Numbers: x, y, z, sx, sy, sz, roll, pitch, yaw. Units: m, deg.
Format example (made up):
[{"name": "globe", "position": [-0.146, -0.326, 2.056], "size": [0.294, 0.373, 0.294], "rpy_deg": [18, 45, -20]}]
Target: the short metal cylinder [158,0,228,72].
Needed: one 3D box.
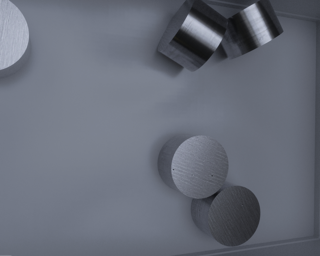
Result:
[{"name": "short metal cylinder", "position": [0.040, -0.119, 0.396], "size": [0.050, 0.080, 0.080], "rpy_deg": [29, 81, -18]}]

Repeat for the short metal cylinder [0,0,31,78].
[{"name": "short metal cylinder", "position": [-0.182, -0.096, 0.330], "size": [0.081, 0.050, 0.080], "rpy_deg": [0, 90, -20]}]

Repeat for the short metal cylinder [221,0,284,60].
[{"name": "short metal cylinder", "position": [0.120, -0.136, 0.425], "size": [0.080, 0.080, 0.050], "rpy_deg": [-33, 101, -17]}]

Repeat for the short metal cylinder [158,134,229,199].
[{"name": "short metal cylinder", "position": [0.043, 0.049, 0.413], "size": [0.081, 0.050, 0.080], "rpy_deg": [0, 90, -20]}]

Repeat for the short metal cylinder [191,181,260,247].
[{"name": "short metal cylinder", "position": [0.090, 0.116, 0.431], "size": [0.081, 0.050, 0.080], "rpy_deg": [0, 90, -20]}]
